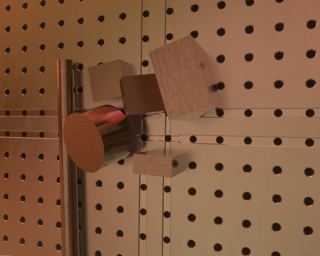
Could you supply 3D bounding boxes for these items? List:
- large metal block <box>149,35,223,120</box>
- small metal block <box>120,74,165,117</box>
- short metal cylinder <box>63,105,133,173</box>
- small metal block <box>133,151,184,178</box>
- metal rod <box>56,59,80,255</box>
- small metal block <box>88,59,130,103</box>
[{"bbox_3d":[0.035,-0.054,0.371,0.050,0.080,0.080,-18,84,19],"label":"large metal block"},{"bbox_3d":[-0.023,-0.043,0.407,0.050,0.025,0.050,-8,87,-15],"label":"small metal block"},{"bbox_3d":[-0.083,0.013,0.412,0.080,0.050,0.079,14,114,36],"label":"short metal cylinder"},{"bbox_3d":[-0.001,0.045,0.399,0.050,0.050,0.025,3,91,19],"label":"small metal block"},{"bbox_3d":[-0.136,0.049,0.458,0.025,0.025,0.298,-2,89,19],"label":"metal rod"},{"bbox_3d":[-0.069,-0.064,0.436,0.050,0.025,0.050,-10,87,19],"label":"small metal block"}]
